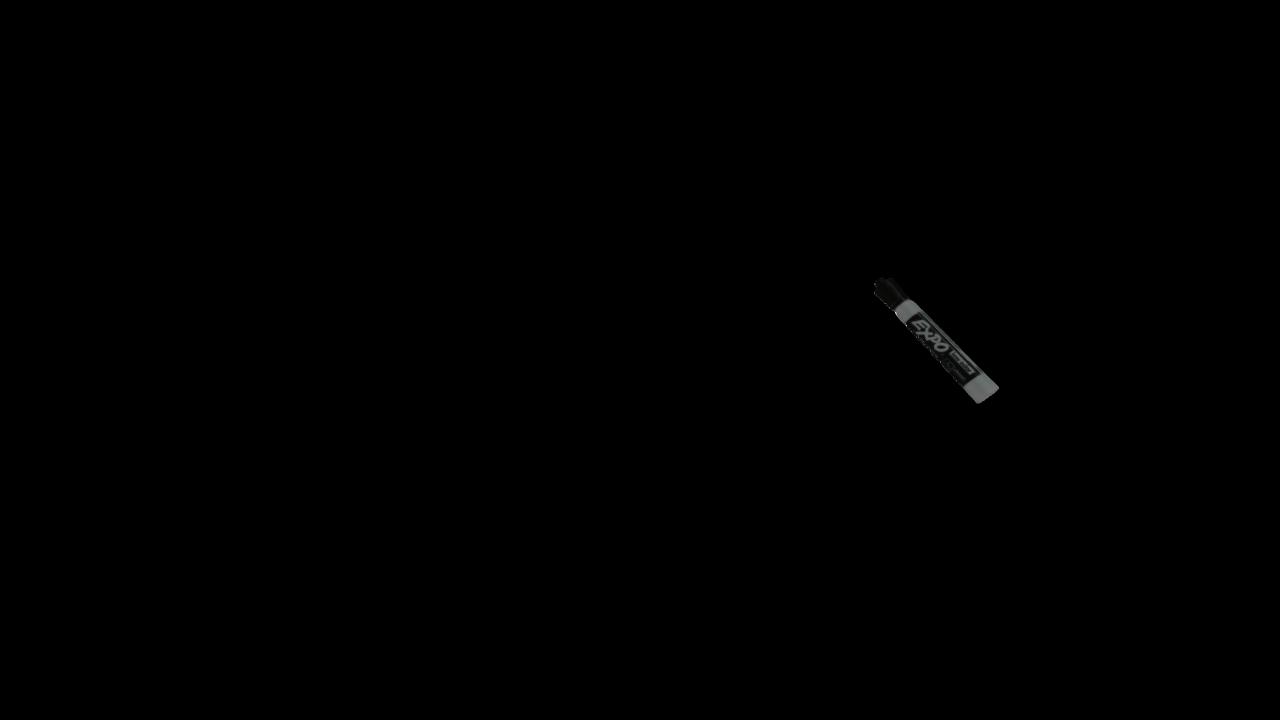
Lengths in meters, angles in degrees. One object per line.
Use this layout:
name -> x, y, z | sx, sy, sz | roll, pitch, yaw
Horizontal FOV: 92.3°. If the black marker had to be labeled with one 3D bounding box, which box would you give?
black marker -> 0.224, -0.019, 0.475 | 0.020, 0.121, 0.020 | -28, -25, -14
